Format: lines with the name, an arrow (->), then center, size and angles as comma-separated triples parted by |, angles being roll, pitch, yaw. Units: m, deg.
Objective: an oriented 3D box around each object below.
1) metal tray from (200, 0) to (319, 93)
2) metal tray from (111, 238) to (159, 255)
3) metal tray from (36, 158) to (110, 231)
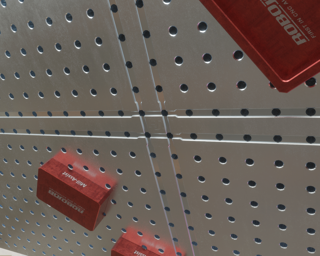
metal tray -> 0.110, -0.107, 0.282 | 0.130, 0.030, 0.090 | 47, 129, -6
metal tray -> -0.031, 0.273, 0.591 | 0.130, 0.030, 0.089 | 20, 126, 16
metal tray -> -0.162, 0.123, 0.567 | 0.130, 0.030, 0.089 | 28, 128, 9
